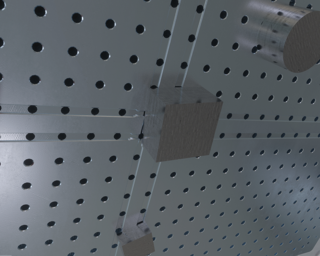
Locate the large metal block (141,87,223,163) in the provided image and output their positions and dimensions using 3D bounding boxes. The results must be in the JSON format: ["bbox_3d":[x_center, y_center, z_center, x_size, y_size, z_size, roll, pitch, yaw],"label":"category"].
[{"bbox_3d":[0.026,-0.007,0.405,0.081,0.050,0.079,-5,121,-26],"label":"large metal block"}]

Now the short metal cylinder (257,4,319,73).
[{"bbox_3d":[0.180,-0.121,0.418,0.081,0.050,0.079,-14,124,-21],"label":"short metal cylinder"}]

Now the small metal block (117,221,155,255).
[{"bbox_3d":[-0.039,0.188,0.506,0.050,0.025,0.050,-19,126,-17],"label":"small metal block"}]
